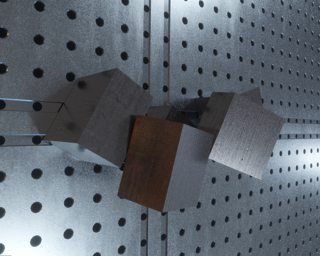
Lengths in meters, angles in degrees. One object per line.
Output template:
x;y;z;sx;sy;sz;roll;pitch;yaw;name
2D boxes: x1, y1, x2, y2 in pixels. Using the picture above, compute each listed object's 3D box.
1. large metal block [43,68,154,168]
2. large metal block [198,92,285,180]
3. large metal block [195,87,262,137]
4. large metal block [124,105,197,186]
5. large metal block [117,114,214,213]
-0.064;-0.010;0.320;0.050;0.080;0.080;37;67;-34;large metal block
0.094;0.008;0.384;0.080;0.050;0.080;23;88;-22;large metal block
0.107;-0.014;0.465;0.050;0.080;0.079;-21;104;-38;large metal block
0.008;0.027;0.401;0.080;0.050;0.080;39;66;-33;large metal block
0.009;0.036;0.317;0.080;0.050;0.080;17;86;-60;large metal block
